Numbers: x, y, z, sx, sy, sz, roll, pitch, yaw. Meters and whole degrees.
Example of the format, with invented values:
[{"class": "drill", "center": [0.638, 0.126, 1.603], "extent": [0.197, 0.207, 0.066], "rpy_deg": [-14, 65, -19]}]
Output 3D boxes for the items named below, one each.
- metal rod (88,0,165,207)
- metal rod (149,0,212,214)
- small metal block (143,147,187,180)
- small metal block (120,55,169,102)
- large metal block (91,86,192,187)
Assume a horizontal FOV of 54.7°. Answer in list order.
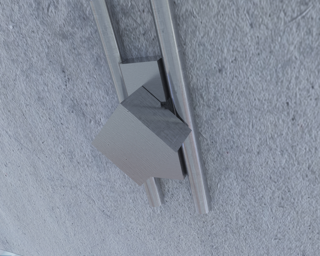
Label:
[{"class": "metal rod", "center": [-0.037, -0.016, 0.417], "extent": [0.025, 0.025, 0.298], "rpy_deg": [0, 119, 27]}, {"class": "metal rod", "center": [0.030, -0.015, 0.382], "extent": [0.025, 0.025, 0.298], "rpy_deg": [0, 119, 27]}, {"class": "small metal block", "center": [0.010, 0.042, 0.427], "extent": [0.050, 0.025, 0.050], "rpy_deg": [1, 119, 27]}, {"class": "small metal block", "center": [-0.015, -0.059, 0.377], "extent": [0.050, 0.025, 0.050], "rpy_deg": [1, 119, 27]}, {"class": "large metal block", "center": [-0.023, 0.011, 0.375], "extent": [0.080, 0.050, 0.080], "rpy_deg": [42, 129, -1]}]
